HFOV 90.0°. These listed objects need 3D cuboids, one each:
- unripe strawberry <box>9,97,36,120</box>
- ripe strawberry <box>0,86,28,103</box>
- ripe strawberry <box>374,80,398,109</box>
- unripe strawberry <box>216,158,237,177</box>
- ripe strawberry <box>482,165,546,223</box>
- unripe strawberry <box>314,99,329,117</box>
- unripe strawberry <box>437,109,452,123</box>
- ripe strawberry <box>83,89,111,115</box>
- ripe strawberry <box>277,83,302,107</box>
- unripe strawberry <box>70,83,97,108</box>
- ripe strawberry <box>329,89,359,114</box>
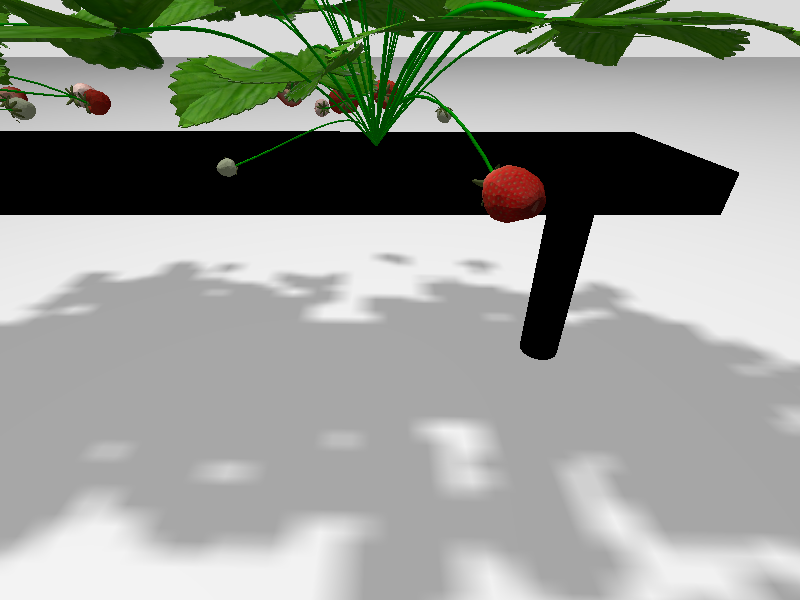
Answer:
[{"bbox_3d":[-0.420,-0.214,0.446,0.022,0.023,0.023,11,34,16],"label":"unripe strawberry"},{"bbox_3d":[-0.483,-0.253,0.503,0.027,0.028,0.029,-2,32,-3],"label":"ripe strawberry"},{"bbox_3d":[-0.019,-0.270,0.523,0.034,0.035,0.036,0,32,0],"label":"ripe strawberry"},{"bbox_3d":[-0.110,-0.083,0.253,0.011,0.011,0.011,28,42,36],"label":"unripe strawberry"},{"bbox_3d":[0.053,-0.047,0.181,0.029,0.025,0.029,-13,36,-19],"label":"ripe strawberry"},{"bbox_3d":[-0.090,-0.220,0.458,0.016,0.019,0.018,-14,35,-20],"label":"unripe strawberry"},{"bbox_3d":[0.047,-0.195,0.424,0.016,0.014,0.016,18,-26,26],"label":"unripe strawberry"},{"bbox_3d":[-0.351,-0.230,0.466,0.024,0.027,0.026,21,38,29],"label":"ripe strawberry"},{"bbox_3d":[-0.149,-0.281,0.538,0.037,0.039,0.041,-15,24,-22],"label":"ripe strawberry"},{"bbox_3d":[-0.402,-0.262,0.513,0.033,0.028,0.033,9,33,14],"label":"unripe strawberry"},{"bbox_3d":[-0.066,-0.237,0.471,0.037,0.032,0.037,-8,33,-12],"label":"ripe strawberry"}]
